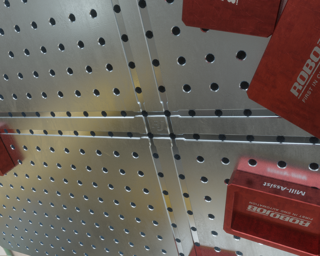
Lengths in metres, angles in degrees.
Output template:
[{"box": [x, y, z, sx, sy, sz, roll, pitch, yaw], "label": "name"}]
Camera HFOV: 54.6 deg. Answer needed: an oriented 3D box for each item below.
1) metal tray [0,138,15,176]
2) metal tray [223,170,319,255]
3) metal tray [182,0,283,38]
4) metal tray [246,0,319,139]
[{"box": [-0.369, 0.049, 0.634, 0.130, 0.030, 0.090, 1, 119, 28], "label": "metal tray"}, {"box": [0.151, 0.112, 0.397, 0.130, 0.030, 0.089, 11, 123, 22], "label": "metal tray"}, {"box": [0.071, -0.154, 0.276, 0.090, 0.030, 0.129, 15, 125, 20], "label": "metal tray"}, {"box": [0.141, -0.062, 0.265, 0.090, 0.030, 0.129, 36, 135, 23], "label": "metal tray"}]
